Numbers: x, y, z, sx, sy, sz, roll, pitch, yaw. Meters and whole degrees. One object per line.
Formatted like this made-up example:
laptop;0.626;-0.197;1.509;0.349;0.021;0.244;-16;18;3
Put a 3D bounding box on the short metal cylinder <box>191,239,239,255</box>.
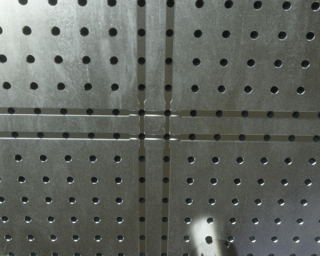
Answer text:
short metal cylinder;0.089;0.224;0.484;0.081;0.050;0.079;0;110;0
